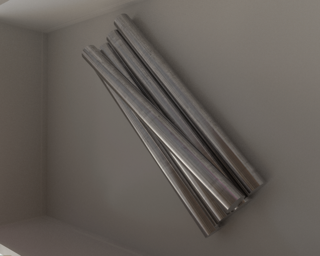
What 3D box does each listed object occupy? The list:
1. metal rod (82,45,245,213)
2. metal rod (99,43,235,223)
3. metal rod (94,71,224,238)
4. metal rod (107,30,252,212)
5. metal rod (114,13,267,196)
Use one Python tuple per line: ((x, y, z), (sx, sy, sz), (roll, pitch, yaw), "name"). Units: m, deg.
((-0.014, -0.018, 0.383), (0.300, 0.025, 0.025), (46, 118, 30), "metal rod")
((-0.004, -0.011, 0.409), (0.025, 0.025, 0.300), (-50, 61, 28), "metal rod")
((-0.016, 0.009, 0.419), (0.025, 0.025, 0.300), (-50, 61, 28), "metal rod")
((0.010, -0.027, 0.397), (0.025, 0.025, 0.300), (-50, 61, 28), "metal rod")
((0.023, -0.046, 0.387), (0.025, 0.025, 0.300), (-50, 61, 28), "metal rod")
